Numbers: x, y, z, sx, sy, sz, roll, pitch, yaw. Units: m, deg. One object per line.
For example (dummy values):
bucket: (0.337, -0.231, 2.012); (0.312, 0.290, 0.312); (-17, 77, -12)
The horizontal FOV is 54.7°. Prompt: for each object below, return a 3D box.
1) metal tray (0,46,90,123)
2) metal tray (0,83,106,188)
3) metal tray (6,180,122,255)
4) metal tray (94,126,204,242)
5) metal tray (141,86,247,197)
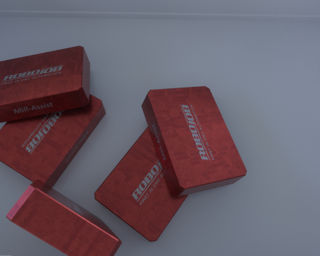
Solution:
metal tray: (-0.160, -0.058, 0.404); (0.131, 0.030, 0.090); (-11, 50, 1)
metal tray: (-0.145, 0.001, 0.405); (0.090, 0.030, 0.130); (30, 72, 10)
metal tray: (-0.095, 0.090, 0.307); (0.090, 0.130, 0.030); (37, 73, -11)
metal tray: (-0.005, 0.061, 0.385); (0.090, 0.030, 0.130); (35, 73, 11)
metal tray: (0.039, 0.011, 0.381); (0.091, 0.030, 0.130); (-7, 63, -25)
